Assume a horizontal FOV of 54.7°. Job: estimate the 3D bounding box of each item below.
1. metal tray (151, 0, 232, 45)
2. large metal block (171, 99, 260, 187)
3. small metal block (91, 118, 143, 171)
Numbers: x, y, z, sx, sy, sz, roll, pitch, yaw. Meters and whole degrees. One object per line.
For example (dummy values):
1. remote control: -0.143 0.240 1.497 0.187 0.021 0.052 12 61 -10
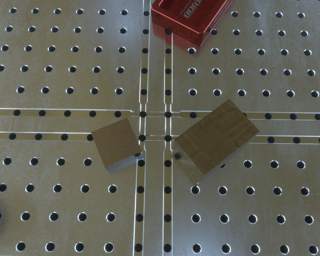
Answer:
1. metal tray: 0.057 -0.202 0.483 0.090 0.030 0.130 31 73 10
2. large metal block: 0.063 0.021 0.376 0.080 0.080 0.050 -36 74 -12
3. small metal block: -0.055 0.021 0.403 0.050 0.025 0.050 -23 72 -9
